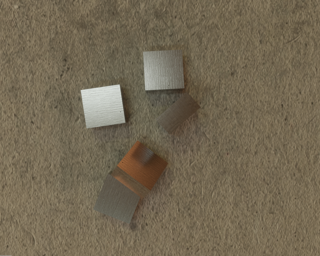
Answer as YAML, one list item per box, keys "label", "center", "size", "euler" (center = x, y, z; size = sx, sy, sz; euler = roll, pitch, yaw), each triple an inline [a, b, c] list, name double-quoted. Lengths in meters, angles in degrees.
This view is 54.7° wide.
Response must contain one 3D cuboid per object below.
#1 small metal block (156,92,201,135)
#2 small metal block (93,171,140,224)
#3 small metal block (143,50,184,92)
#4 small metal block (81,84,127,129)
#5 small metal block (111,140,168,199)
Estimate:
- label: "small metal block"
  center: [0.022, -0.018, 0.397]
  size: [0.050, 0.050, 0.025]
  euler: [-42, 90, 0]
- label: "small metal block"
  center: [-0.053, 0.091, 0.409]
  size: [0.050, 0.025, 0.050]
  euler: [22, 90, 0]
- label: "small metal block"
  center: [0.005, -0.075, 0.410]
  size: [0.050, 0.025, 0.050]
  euler: [-3, 90, 0]
- label: "small metal block"
  center: [-0.073, -0.028, 0.409]
  size: [0.050, 0.025, 0.050]
  euler: [-8, 90, 0]
- label: "small metal block"
  center: [-0.025, 0.052, 0.396]
  size: [0.050, 0.025, 0.050]
  euler: [37, 46, 0]
